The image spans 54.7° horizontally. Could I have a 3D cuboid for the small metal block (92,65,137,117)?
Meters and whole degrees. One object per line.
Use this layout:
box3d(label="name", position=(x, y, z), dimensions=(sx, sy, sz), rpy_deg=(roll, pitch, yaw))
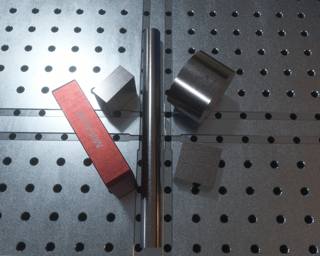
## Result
box3d(label="small metal block", position=(-0.059, -0.048, 0.414), dimensions=(0.025, 0.050, 0.050), rpy_deg=(40, 75, 13))

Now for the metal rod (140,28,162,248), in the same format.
box3d(label="metal rod", position=(-0.011, -0.001, 0.411), dimensions=(0.025, 0.025, 0.299), rpy_deg=(0, 70, -1))

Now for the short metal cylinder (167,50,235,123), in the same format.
box3d(label="short metal cylinder", position=(0.053, -0.053, 0.402), dimensions=(0.050, 0.080, 0.080), rpy_deg=(36, 74, 12))

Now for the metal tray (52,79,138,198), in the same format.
box3d(label="metal tray", position=(-0.075, 0.016, 0.370), dimensions=(0.030, 0.090, 0.130), rpy_deg=(-31, 73, -11))

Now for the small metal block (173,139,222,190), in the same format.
box3d(label="small metal block", position=(0.048, 0.047, 0.396), dimensions=(0.050, 0.025, 0.050), rpy_deg=(14, 71, 5))
